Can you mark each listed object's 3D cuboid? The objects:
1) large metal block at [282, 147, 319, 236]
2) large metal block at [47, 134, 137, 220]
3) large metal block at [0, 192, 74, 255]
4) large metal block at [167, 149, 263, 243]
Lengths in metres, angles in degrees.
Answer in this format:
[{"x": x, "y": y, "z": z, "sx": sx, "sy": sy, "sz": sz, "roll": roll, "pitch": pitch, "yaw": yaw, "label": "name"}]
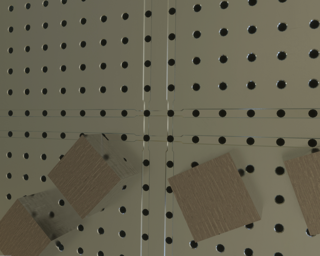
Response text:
[{"x": 0.187, "y": 0.060, "z": 0.333, "sx": 0.080, "sy": 0.050, "sz": 0.080, "roll": -20, "pitch": 83, "yaw": 19, "label": "large metal block"}, {"x": -0.094, "y": 0.065, "z": 0.433, "sx": 0.080, "sy": 0.050, "sz": 0.080, "roll": 46, "pitch": 104, "yaw": 14, "label": "large metal block"}, {"x": -0.194, "y": 0.158, "z": 0.469, "sx": 0.080, "sy": 0.050, "sz": 0.080, "roll": 44, "pitch": 104, "yaw": 14, "label": "large metal block"}, {"x": 0.068, "y": 0.080, "z": 0.376, "sx": 0.080, "sy": 0.050, "sz": 0.080, "roll": -27, "pitch": 81, "yaw": 18, "label": "large metal block"}]
